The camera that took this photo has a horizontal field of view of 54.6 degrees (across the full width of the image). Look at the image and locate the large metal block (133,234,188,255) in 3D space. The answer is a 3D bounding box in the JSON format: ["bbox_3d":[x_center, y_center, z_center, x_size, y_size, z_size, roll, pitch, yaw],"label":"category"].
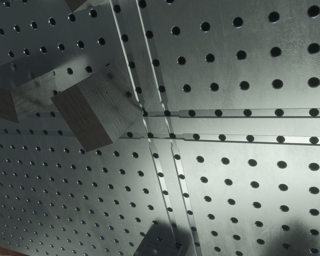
[{"bbox_3d":[0.002,0.244,0.546,0.080,0.050,0.080,12,124,21],"label":"large metal block"}]

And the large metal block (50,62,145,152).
[{"bbox_3d":[-0.077,-0.028,0.399,0.050,0.080,0.080,-19,108,35],"label":"large metal block"}]

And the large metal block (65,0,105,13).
[{"bbox_3d":[-0.074,-0.181,0.323,0.080,0.050,0.080,-21,107,36],"label":"large metal block"}]

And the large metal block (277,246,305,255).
[{"bbox_3d":[0.172,0.225,0.424,0.050,0.080,0.079,31,128,8],"label":"large metal block"}]

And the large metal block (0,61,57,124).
[{"bbox_3d":[-0.211,-0.056,0.454,0.080,0.080,0.050,15,124,20],"label":"large metal block"}]

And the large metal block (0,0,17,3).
[{"bbox_3d":[-0.177,-0.209,0.361,0.080,0.050,0.080,-31,101,38],"label":"large metal block"}]
